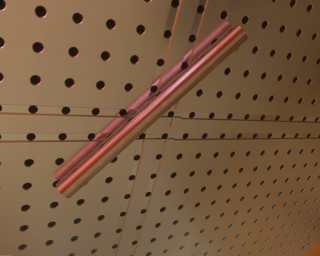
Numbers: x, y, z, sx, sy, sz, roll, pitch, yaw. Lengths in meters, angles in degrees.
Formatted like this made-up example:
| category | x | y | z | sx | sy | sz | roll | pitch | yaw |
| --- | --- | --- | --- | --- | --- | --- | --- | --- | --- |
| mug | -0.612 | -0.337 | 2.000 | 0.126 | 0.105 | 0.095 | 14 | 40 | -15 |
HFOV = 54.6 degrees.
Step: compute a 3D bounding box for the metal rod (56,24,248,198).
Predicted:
| category | x | y | z | sx | sy | sz | roll | pitch | yaw |
| --- | --- | --- | --- | --- | --- | --- | --- | --- | --- |
| metal rod | -0.010 | -0.021 | 0.391 | 0.300 | 0.025 | 0.025 | -42 | 129 | 0 |
